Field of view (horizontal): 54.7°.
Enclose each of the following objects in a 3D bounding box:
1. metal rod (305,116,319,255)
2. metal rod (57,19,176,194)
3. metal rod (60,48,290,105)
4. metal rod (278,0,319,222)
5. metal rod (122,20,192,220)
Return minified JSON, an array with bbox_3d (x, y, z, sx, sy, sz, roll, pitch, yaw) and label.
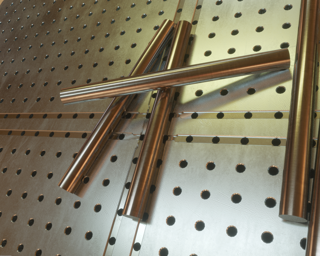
[{"bbox_3d":[0.167,0.026,0.304,0.025,0.025,0.300,5,64,30],"label":"metal rod"},{"bbox_3d":[-0.056,-0.041,0.461,0.025,0.025,0.300,19,72,35],"label":"metal rod"},{"bbox_3d":[0.011,-0.065,0.410,0.301,0.025,0.025,-8,58,12],"label":"metal rod"},{"bbox_3d":[0.163,-0.047,0.351,0.025,0.025,0.300,2,63,29],"label":"metal rod"},{"bbox_3d":[0.003,-0.028,0.422,0.025,0.025,0.300,1,62,28],"label":"metal rod"}]
